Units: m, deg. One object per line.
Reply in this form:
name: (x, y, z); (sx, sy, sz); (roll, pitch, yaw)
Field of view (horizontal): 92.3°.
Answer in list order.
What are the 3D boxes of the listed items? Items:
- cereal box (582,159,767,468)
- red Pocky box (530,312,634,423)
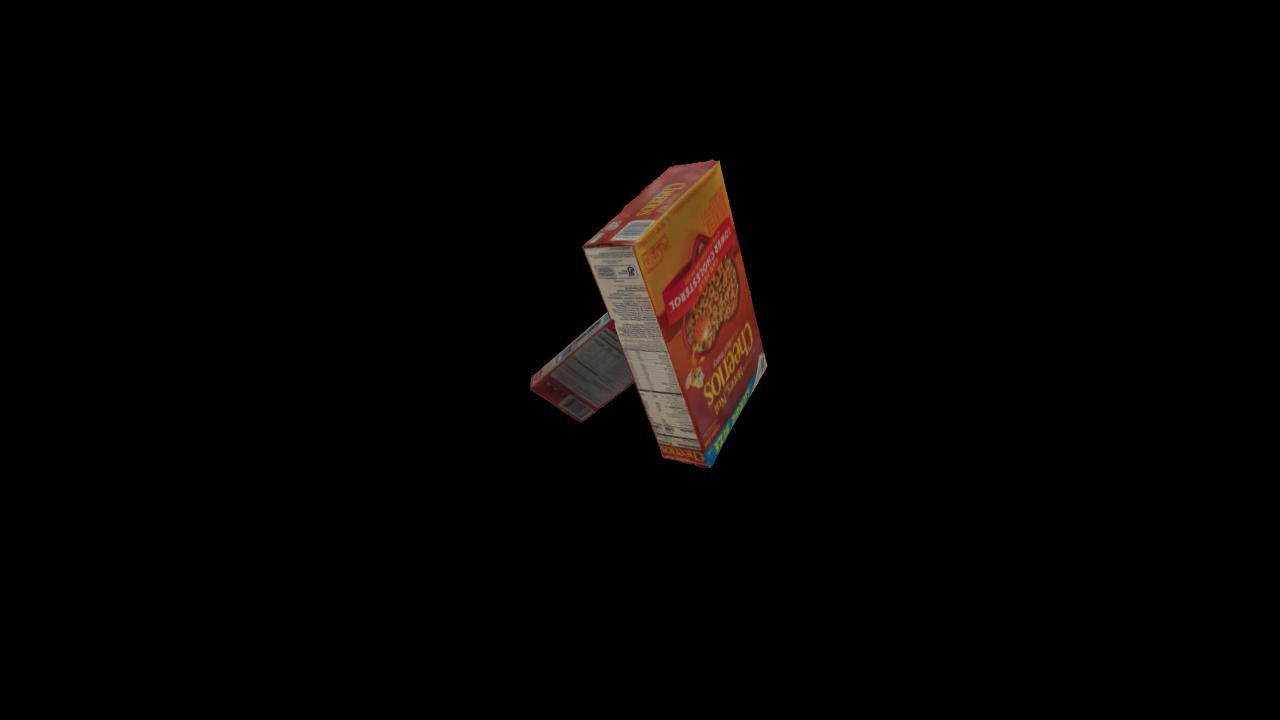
cereal box: (0.061, -0.051, 0.733); (0.081, 0.306, 0.203); (4, 39, 35)
red Pocky box: (-0.047, 0.007, 0.710); (0.083, 0.028, 0.155); (38, -60, -26)
